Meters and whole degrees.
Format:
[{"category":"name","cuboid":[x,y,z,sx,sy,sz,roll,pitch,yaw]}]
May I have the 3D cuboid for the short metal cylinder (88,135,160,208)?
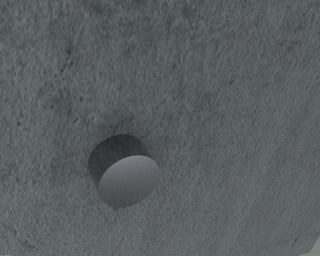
[{"category":"short metal cylinder","cuboid":[-0.047,0.055,0.401,0.081,0.050,0.079,-14,125,-21]}]
